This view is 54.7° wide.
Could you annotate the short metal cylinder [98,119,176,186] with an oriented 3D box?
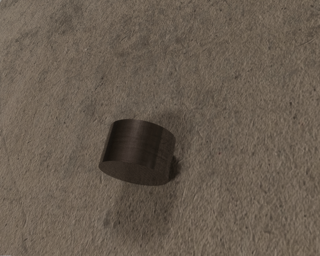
[{"bbox_3d":[-0.025,0.031,0.362,0.080,0.080,0.050,-2,61,27],"label":"short metal cylinder"}]
